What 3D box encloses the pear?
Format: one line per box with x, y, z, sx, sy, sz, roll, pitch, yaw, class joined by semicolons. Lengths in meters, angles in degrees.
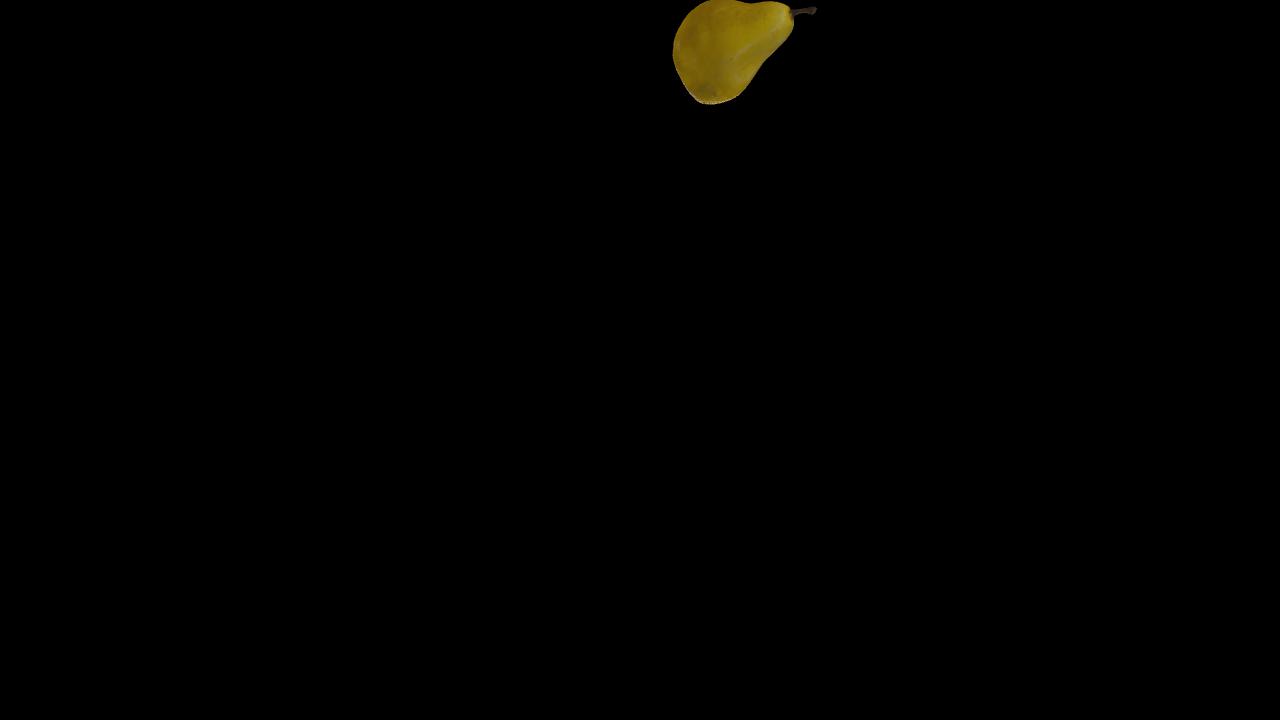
0.081;-0.254;0.481;0.111;0.080;0.080;-21;-10;28;pear
